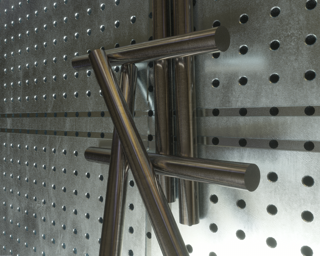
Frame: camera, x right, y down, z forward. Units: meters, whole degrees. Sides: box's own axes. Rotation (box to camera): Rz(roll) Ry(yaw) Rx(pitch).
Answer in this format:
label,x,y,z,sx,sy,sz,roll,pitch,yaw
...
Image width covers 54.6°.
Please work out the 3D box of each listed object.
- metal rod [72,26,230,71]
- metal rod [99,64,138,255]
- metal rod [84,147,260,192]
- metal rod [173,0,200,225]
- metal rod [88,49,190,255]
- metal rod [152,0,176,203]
label,x,y,z,sx,sy,sz,roll,pitch,yaw
metal rod,-0.038,-0.098,0.414,0.300,0.025,0.025,6,94,48
metal rod,-0.051,0.049,0.386,0.025,0.025,0.299,-19,57,38
metal rod,-0.015,0.043,0.390,0.299,0.025,0.025,0,90,50
metal rod,0.032,-0.034,0.383,0.025,0.025,0.298,-3,88,40
metal rod,-0.031,0.024,0.368,0.025,0.025,0.299,-41,61,32
metal rod,0.004,-0.054,0.406,0.025,0.025,0.298,-2,88,40
